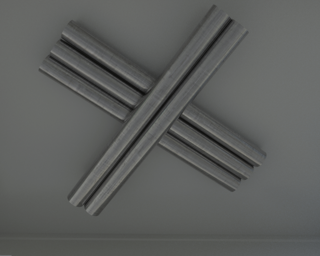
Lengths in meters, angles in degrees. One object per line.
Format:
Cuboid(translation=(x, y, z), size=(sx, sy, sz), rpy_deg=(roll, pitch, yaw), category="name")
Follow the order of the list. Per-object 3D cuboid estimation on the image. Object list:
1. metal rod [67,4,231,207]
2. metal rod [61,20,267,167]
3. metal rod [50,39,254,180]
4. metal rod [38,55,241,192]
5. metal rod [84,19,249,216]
Cuboid(translation=(-0.023, -0.015, 0.377), size=(0.025, 0.025, 0.299), rpy_deg=(36, 106, -12), category="metal rod")
Cuboid(translation=(0.014, -0.037, 0.396), size=(0.301, 0.025, 0.025), rpy_deg=(33, 107, -12), category="metal rod")
Cuboid(translation=(-0.002, -0.018, 0.403), size=(0.301, 0.025, 0.025), rpy_deg=(33, 107, -12), category="metal rod")
Cuboid(translation=(-0.017, 0.000, 0.409), size=(0.301, 0.025, 0.025), rpy_deg=(33, 107, -12), category="metal rod")
Cuboid(translation=(-0.002, -0.001, 0.382), size=(0.025, 0.025, 0.299), rpy_deg=(36, 106, -12), category="metal rod")
